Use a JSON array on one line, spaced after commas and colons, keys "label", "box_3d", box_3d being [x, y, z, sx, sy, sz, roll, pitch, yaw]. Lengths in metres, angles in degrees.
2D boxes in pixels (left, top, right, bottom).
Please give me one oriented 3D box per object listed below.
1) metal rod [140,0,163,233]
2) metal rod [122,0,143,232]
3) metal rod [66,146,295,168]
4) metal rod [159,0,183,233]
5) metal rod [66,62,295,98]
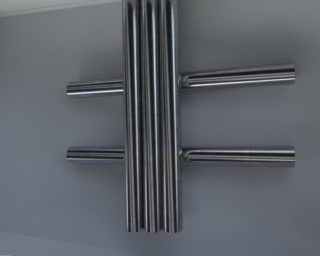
[{"label": "metal rod", "box_3d": [-0.010, -0.023, 0.385, 0.025, 0.025, 0.298, -1, 90, 20]}, {"label": "metal rod", "box_3d": [-0.034, -0.021, 0.394, 0.025, 0.025, 0.298, -1, 90, 20]}, {"label": "metal rod", "box_3d": [0.012, 0.036, 0.405, 0.301, 0.025, 0.025, -1, 90, 19]}, {"label": "metal rod", "box_3d": [0.013, -0.026, 0.377, 0.025, 0.025, 0.298, -1, 90, 20]}, {"label": "metal rod", "box_3d": [0.012, -0.059, 0.405, 0.301, 0.025, 0.025, -1, 90, 19]}]
